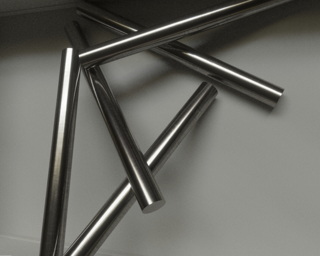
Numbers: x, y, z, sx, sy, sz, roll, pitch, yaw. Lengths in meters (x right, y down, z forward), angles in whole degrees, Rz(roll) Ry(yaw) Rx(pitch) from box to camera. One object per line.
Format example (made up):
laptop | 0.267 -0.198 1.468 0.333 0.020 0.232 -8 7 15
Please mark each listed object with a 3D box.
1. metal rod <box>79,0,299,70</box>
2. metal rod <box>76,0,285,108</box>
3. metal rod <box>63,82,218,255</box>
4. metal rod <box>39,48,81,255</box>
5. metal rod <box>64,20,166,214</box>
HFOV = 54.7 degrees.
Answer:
metal rod | 0.049 -0.126 0.363 0.301 0.025 0.025 -16 85 7
metal rod | 0.014 -0.104 0.404 0.301 0.025 0.025 29 99 17
metal rod | -0.028 0.062 0.345 0.025 0.025 0.301 34 72 16
metal rod | -0.116 0.048 0.358 0.025 0.025 0.299 -4 75 19
metal rod | -0.067 -0.035 0.379 0.025 0.025 0.299 -38 58 16
